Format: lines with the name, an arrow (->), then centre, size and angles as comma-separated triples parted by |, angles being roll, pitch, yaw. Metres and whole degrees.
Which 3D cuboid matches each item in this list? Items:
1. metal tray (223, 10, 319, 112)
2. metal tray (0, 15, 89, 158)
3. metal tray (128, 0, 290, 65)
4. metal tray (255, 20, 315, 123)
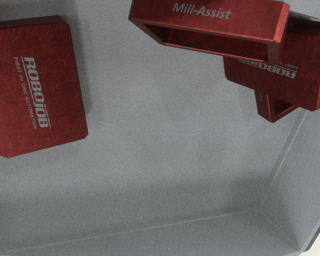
metal tray -> 0.132, -0.082, 0.359 | 0.030, 0.130, 0.090 | -37, 134, -22
metal tray -> -0.129, -0.039, 0.311 | 0.091, 0.030, 0.129 | -15, 125, -20
metal tray -> 0.048, -0.094, 0.291 | 0.090, 0.130, 0.030 | 2, 103, -71
metal tray -> 0.184, -0.081, 0.458 | 0.090, 0.030, 0.130 | -31, 129, -9
